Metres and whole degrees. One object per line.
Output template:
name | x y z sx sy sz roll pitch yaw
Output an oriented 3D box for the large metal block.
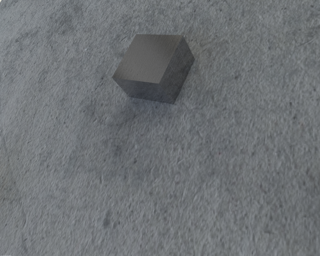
large metal block | -0.008 -0.086 0.443 0.080 0.050 0.080 12 68 33
